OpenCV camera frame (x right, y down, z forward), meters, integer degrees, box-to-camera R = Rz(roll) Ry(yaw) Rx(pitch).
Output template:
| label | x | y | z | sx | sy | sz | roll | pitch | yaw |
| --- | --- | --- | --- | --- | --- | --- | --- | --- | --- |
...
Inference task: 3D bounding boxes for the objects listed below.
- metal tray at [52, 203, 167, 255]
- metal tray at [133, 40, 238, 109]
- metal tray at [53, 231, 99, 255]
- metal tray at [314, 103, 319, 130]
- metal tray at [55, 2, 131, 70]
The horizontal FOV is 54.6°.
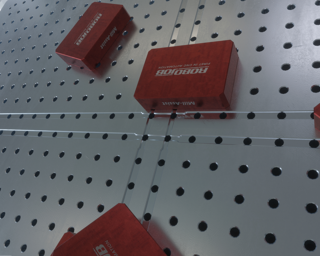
| label | x | y | z | sx | sy | sz | roll | pitch | yaw |
| --- | --- | --- | --- | --- | --- | --- | --- | --- | --- |
| metal tray | -0.036 | 0.149 | 0.306 | 0.090 | 0.030 | 0.130 | -34 | 54 | -21 |
| metal tray | 0.036 | -0.072 | 0.432 | 0.130 | 0.030 | 0.090 | 1 | 62 | 29 |
| metal tray | -0.079 | 0.184 | 0.334 | 0.130 | 0.030 | 0.090 | 21 | 72 | 35 |
| metal tray | 0.225 | 0.000 | 0.286 | 0.090 | 0.030 | 0.130 | -39 | 51 | 1 |
| metal tray | -0.125 | -0.175 | 0.580 | 0.090 | 0.030 | 0.130 | 22 | 73 | 36 |
